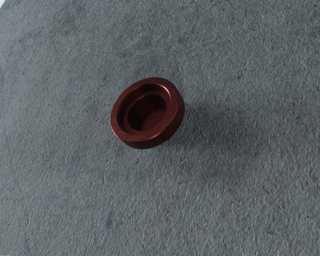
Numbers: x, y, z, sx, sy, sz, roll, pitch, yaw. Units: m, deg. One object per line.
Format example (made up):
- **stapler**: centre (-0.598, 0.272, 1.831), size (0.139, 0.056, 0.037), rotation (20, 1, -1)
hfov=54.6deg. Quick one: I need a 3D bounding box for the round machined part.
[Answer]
- **round machined part**: centre (-0.013, -0.016, 0.410), size (0.098, 0.042, 0.098), rotation (-13, 56, 21)
